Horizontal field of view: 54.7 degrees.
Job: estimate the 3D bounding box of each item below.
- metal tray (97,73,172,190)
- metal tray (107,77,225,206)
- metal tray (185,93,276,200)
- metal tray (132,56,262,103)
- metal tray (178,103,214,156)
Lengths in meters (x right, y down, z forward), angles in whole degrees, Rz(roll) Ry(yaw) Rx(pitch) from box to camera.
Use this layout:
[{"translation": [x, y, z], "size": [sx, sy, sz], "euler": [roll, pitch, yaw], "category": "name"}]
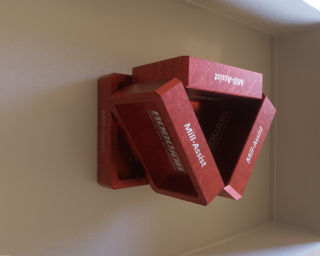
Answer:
[{"translation": [-0.029, 0.004, 0.378], "size": [0.091, 0.030, 0.129], "euler": [1, 89, -40], "category": "metal tray"}, {"translation": [0.005, 0.016, 0.327], "size": [0.030, 0.090, 0.129], "euler": [-38, 114, -33], "category": "metal tray"}, {"translation": [0.079, 0.018, 0.388], "size": [0.030, 0.090, 0.130], "euler": [43, 64, -32], "category": "metal tray"}, {"translation": [0.044, -0.051, 0.359], "size": [0.131, 0.090, 0.030], "euler": [2, 89, -40], "category": "metal tray"}, {"translation": [0.042, 0.006, 0.437], "size": [0.091, 0.030, 0.129], "euler": [2, 88, -40], "category": "metal tray"}]
